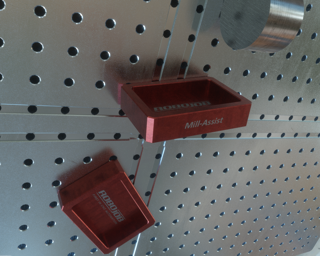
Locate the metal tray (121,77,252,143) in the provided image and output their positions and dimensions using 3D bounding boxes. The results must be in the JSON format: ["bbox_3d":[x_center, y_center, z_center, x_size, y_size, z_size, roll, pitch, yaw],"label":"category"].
[{"bbox_3d":[0.029,-0.027,0.368,0.131,0.090,0.030,-9,123,-24],"label":"metal tray"}]

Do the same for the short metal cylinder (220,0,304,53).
[{"bbox_3d":[0.115,-0.129,0.358,0.050,0.080,0.079,-2,119,-28],"label":"short metal cylinder"}]

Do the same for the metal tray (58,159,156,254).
[{"bbox_3d":[-0.071,0.115,0.440,0.090,0.030,0.130,-31,129,-8],"label":"metal tray"}]
